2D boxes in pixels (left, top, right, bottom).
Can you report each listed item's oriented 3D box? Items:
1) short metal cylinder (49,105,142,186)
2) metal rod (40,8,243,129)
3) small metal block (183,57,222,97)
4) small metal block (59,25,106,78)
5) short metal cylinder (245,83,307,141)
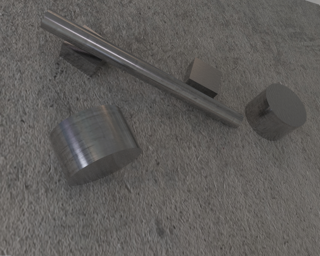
[{"bbox_3d":[-0.066,0.019,0.321,0.081,0.080,0.050,-17,71,-35],"label":"short metal cylinder"},{"bbox_3d":[-0.009,-0.070,0.419,0.302,0.025,0.025,25,53,-21],"label":"metal rod"},{"bbox_3d":[0.066,-0.076,0.485,0.050,0.025,0.050,27,52,-12],"label":"small metal block"},{"bbox_3d":[-0.097,-0.103,0.415,0.050,0.025,0.050,35,51,-5],"label":"small metal block"},{"bbox_3d":[0.188,-0.026,0.504,0.081,0.050,0.080,14,56,-21],"label":"short metal cylinder"}]
